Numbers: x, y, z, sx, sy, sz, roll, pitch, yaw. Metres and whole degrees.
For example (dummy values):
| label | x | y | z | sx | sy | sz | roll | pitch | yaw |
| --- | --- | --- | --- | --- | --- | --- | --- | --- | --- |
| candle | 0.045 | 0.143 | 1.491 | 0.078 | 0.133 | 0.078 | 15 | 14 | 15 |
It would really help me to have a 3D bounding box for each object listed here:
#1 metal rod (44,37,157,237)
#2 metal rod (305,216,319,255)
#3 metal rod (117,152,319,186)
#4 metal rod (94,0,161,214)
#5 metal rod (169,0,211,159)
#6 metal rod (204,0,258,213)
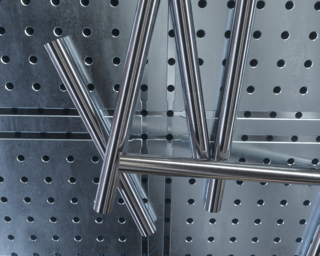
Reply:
| label | x | y | z | sx | sy | sz | roll | pitch | yaw |
| --- | --- | --- | --- | --- | --- | --- | --- | --- | --- |
| metal rod | -0.072 | 0.025 | 0.422 | 0.025 | 0.025 | 0.299 | -21 | 109 | 7 |
| metal rod | 0.257 | 0.115 | 0.457 | 0.025 | 0.025 | 0.298 | 8 | 110 | -3 |
| metal rod | 0.096 | 0.056 | 0.408 | 0.302 | 0.025 | 0.025 | 6 | 110 | -13 |
| metal rod | -0.041 | -0.032 | 0.383 | 0.025 | 0.025 | 0.298 | 13 | 103 | -5 |
| metal rod | 0.033 | -0.095 | 0.378 | 0.025 | 0.025 | 0.298 | -9 | 110 | 3 |
| metal rod | 0.089 | -0.022 | 0.405 | 0.025 | 0.025 | 0.298 | 4 | 110 | -2 |
